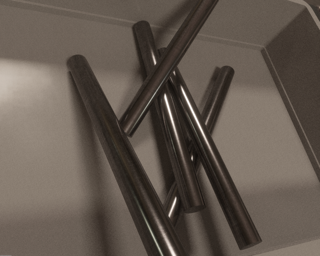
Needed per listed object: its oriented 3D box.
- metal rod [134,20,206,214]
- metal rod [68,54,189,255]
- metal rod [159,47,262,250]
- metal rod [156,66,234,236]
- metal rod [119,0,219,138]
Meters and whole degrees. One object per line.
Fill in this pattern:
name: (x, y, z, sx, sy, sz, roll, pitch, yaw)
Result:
metal rod: (0.005, -0.036, 0.413, 0.025, 0.025, 0.299, 3, 55, -27)
metal rod: (-0.047, 0.007, 0.300, 0.025, 0.025, 0.300, -2, 38, -29)
metal rod: (0.049, 0.004, 0.401, 0.025, 0.025, 0.299, -1, 53, -29)
metal rod: (0.060, 0.008, 0.434, 0.025, 0.025, 0.301, 33, 51, -7)
metal rod: (0.031, -0.119, 0.414, 0.025, 0.025, 0.300, 33, 78, -7)
